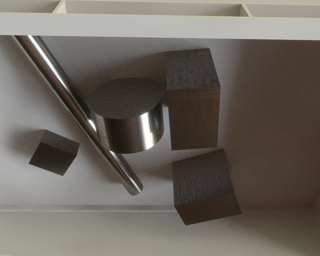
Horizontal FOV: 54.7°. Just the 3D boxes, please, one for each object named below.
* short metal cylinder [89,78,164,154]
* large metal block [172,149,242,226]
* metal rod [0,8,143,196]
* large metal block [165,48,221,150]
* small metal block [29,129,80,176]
[{"bbox_3d":[-0.037,-0.016,0.359,0.080,0.080,0.050,-3,130,2],"label":"short metal cylinder"},{"bbox_3d":[0.065,0.084,0.446,0.080,0.080,0.050,-16,129,13],"label":"large metal block"},{"bbox_3d":[-0.094,-0.009,0.400,0.025,0.025,0.299,-17,128,14],"label":"metal rod"},{"bbox_3d":[0.034,-0.033,0.346,0.050,0.080,0.079,-4,130,3],"label":"large metal block"},{"bbox_3d":[-0.149,0.036,0.438,0.050,0.025,0.050,26,125,-21],"label":"small metal block"}]
